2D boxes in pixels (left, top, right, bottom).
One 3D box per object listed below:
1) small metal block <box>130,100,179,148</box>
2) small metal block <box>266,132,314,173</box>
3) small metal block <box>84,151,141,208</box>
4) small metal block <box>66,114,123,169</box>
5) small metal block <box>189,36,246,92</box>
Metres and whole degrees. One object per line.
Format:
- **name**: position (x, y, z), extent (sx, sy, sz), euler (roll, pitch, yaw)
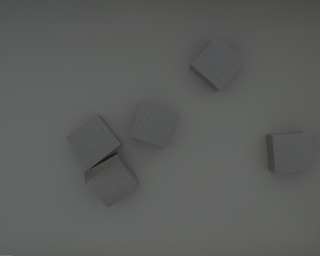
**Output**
- **small metal block**: position (-0.007, -0.005, 0.411), extent (0.050, 0.025, 0.050), euler (18, 90, 0)
- **small metal block**: position (0.172, 0.032, 0.413), extent (0.050, 0.025, 0.050), euler (-4, 90, 0)
- **small metal block**: position (-0.062, 0.067, 0.401), extent (0.050, 0.025, 0.050), euler (-33, 118, 0)
- **small metal block**: position (-0.086, 0.017, 0.411), extent (0.050, 0.025, 0.050), euler (-39, 90, 0)
- **small metal block**: position (0.075, -0.084, 0.412), extent (0.050, 0.025, 0.050), euler (42, 90, 0)
